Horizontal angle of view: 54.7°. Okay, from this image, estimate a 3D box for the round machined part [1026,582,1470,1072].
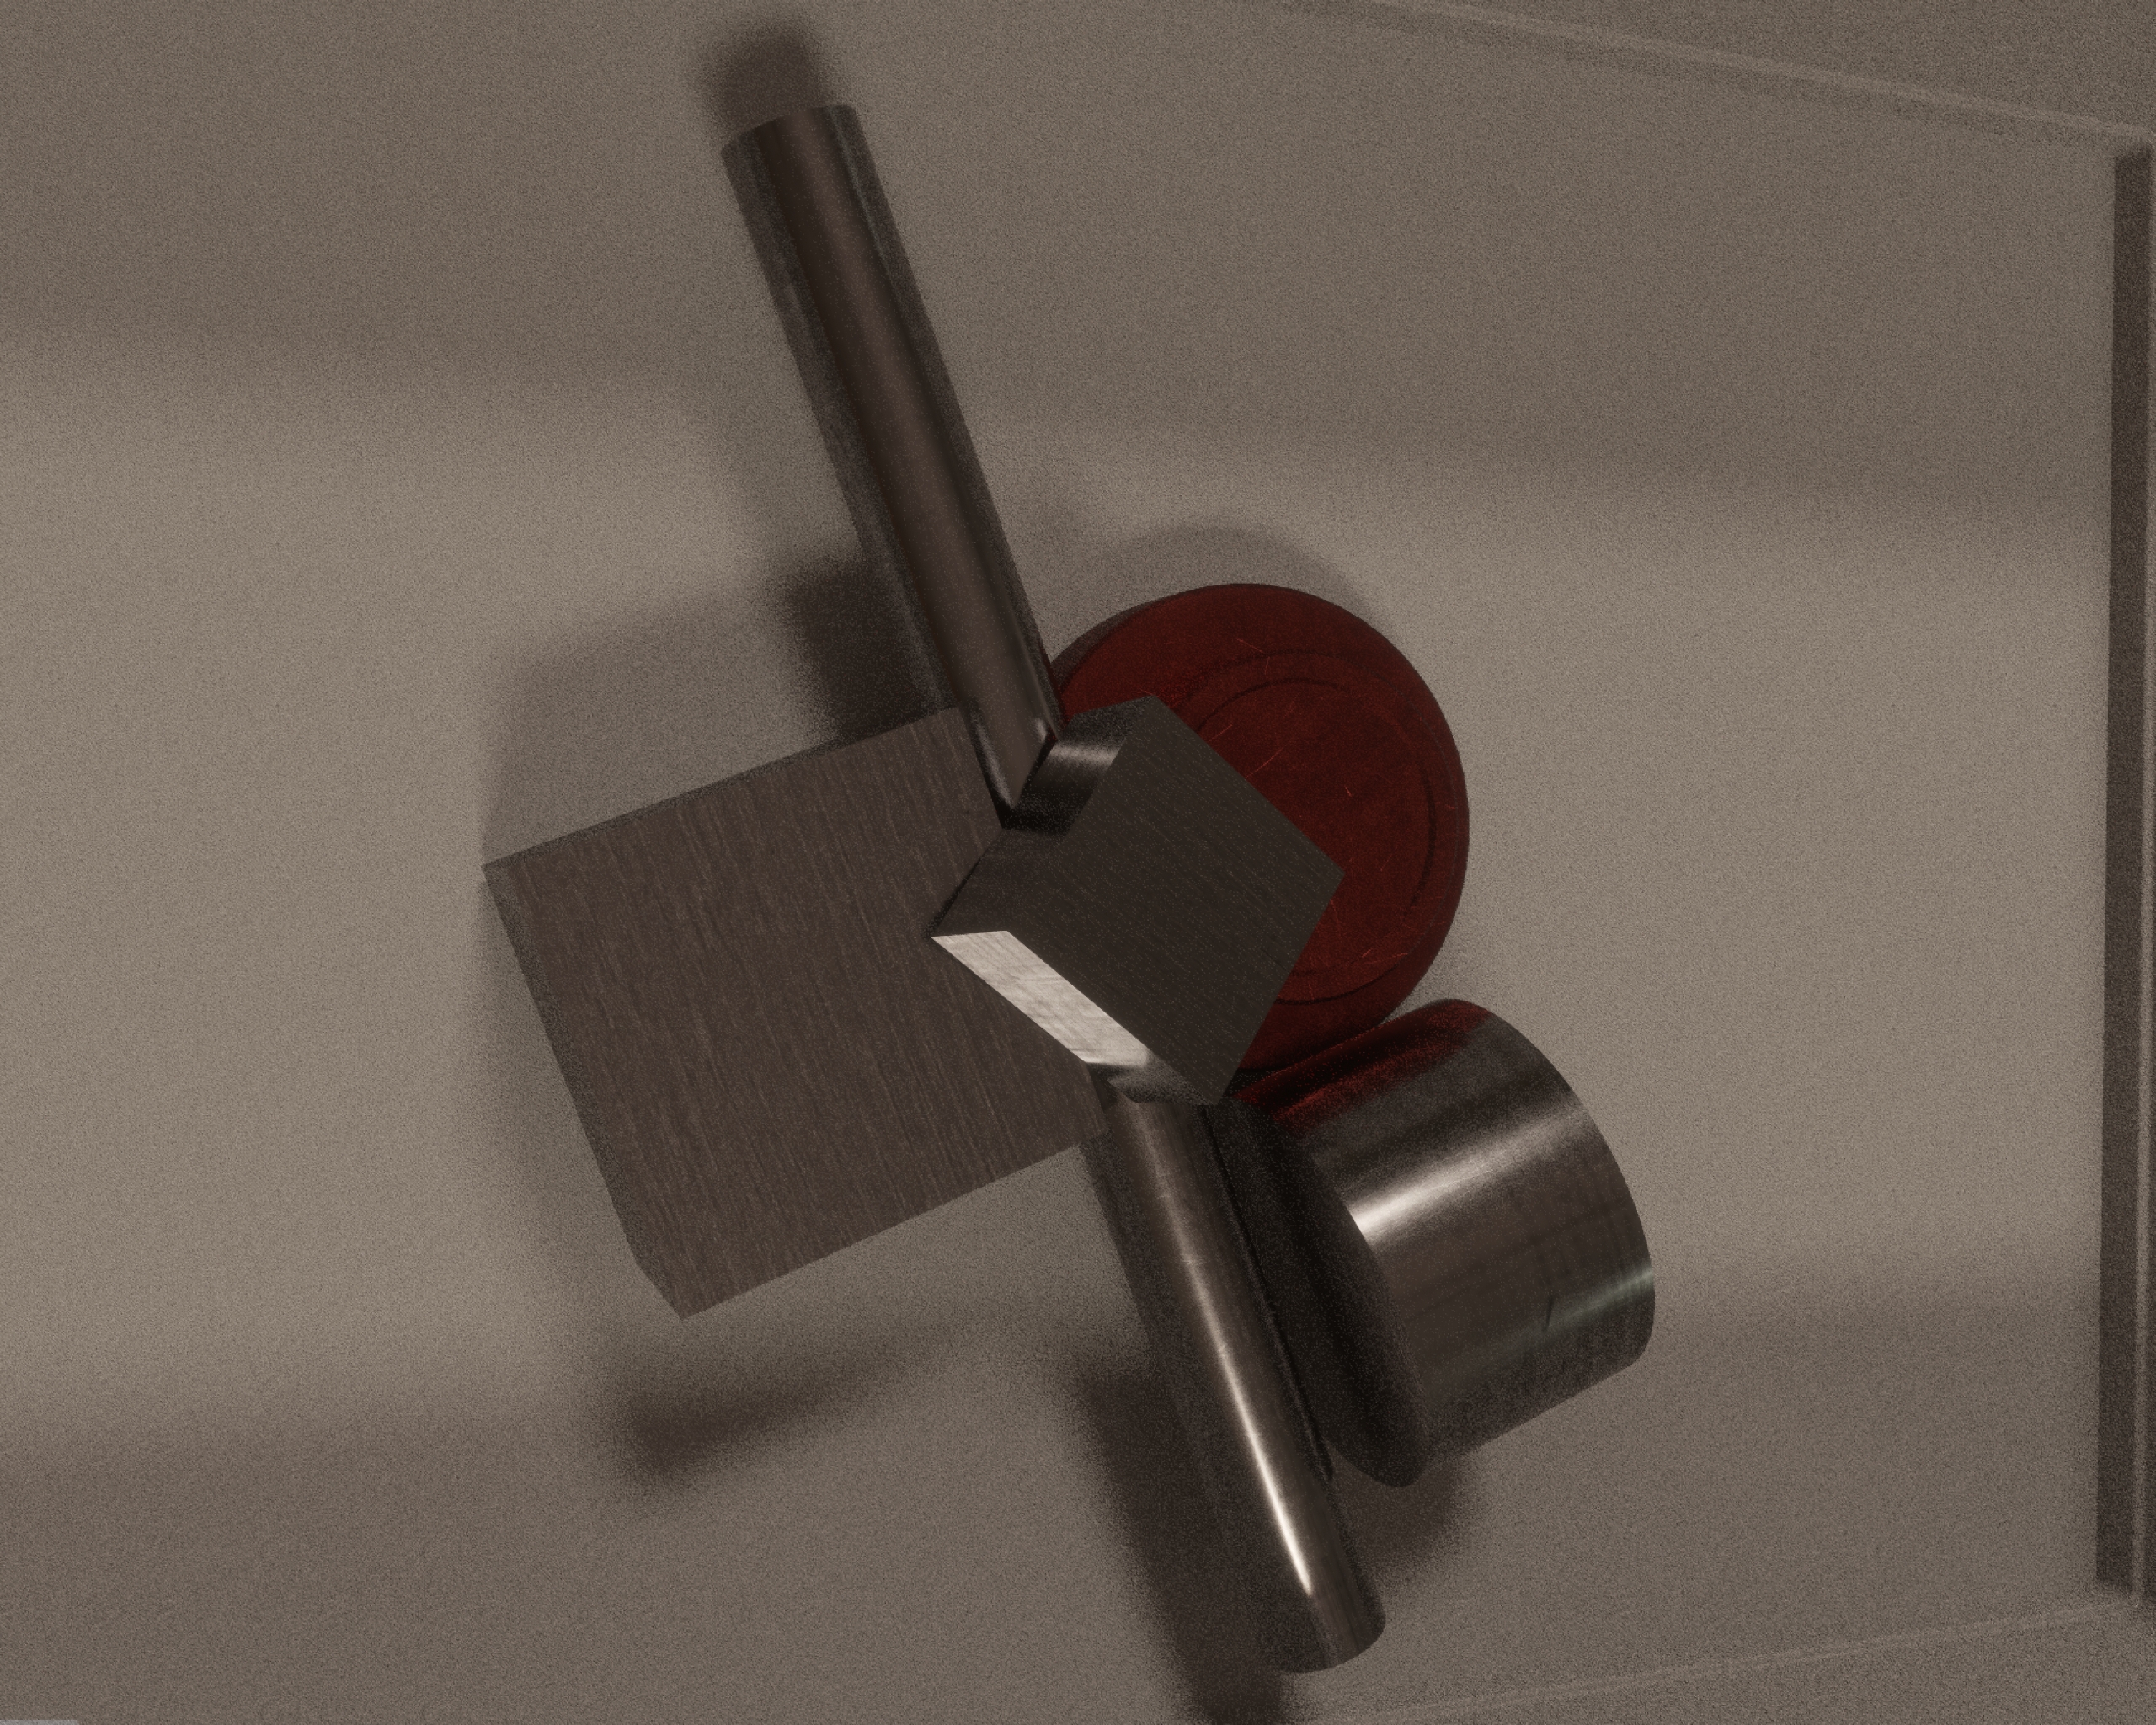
[{"bbox_3d":[0.035,-0.007,0.413,0.099,0.042,0.097,0,90,-21],"label":"round machined part"}]

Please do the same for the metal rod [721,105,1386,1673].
[{"bbox_3d":[-0.002,0.011,0.387,0.025,0.025,0.298,-22,98,-19],"label":"metal rod"}]

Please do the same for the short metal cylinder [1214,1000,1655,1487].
[{"bbox_3d":[0.065,0.073,0.405,0.050,0.080,0.080,-22,98,-19],"label":"short metal cylinder"}]

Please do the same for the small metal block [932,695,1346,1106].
[{"bbox_3d":[0.011,0.007,0.363,0.050,0.025,0.050,41,65,-23],"label":"small metal block"}]

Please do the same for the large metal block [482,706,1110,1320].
[{"bbox_3d":[-0.052,0.024,0.375,0.081,0.050,0.080,-22,98,-19],"label":"large metal block"}]
